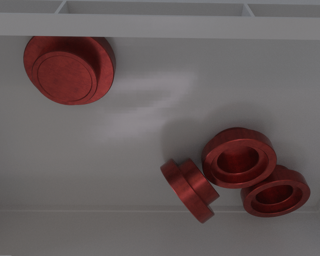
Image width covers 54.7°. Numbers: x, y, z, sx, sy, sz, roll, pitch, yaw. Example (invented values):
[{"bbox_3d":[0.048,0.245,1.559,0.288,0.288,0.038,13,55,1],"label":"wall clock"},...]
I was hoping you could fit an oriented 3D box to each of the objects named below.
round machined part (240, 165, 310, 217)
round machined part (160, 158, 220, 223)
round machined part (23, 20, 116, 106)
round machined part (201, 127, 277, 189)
[{"bbox_3d":[0.172,0.093,0.476,0.099,0.042,0.097,-2,133,-2],"label":"round machined part"},{"bbox_3d":[0.047,0.081,0.436,0.042,0.098,0.098,-38,124,1],"label":"round machined part"},{"bbox_3d":[-0.100,-0.064,0.342,0.099,0.042,0.097,0,130,0],"label":"round machined part"},{"bbox_3d":[0.106,0.037,0.431,0.099,0.042,0.097,0,130,0],"label":"round machined part"}]
